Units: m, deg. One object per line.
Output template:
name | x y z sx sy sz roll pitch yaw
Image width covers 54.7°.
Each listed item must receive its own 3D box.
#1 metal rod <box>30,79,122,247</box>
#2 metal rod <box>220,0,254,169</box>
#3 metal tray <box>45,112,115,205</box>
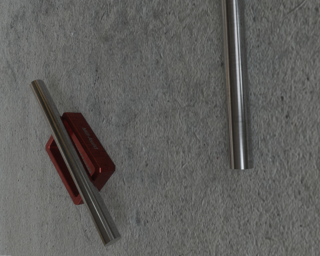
metal rod | -0.138 0.038 0.476 0.025 0.025 0.299 -48 62 29
metal rod | 0.080 -0.106 0.337 0.025 0.025 0.298 -5 87 39
metal tray | -0.135 0.048 0.509 0.130 0.030 0.090 52 120 27
